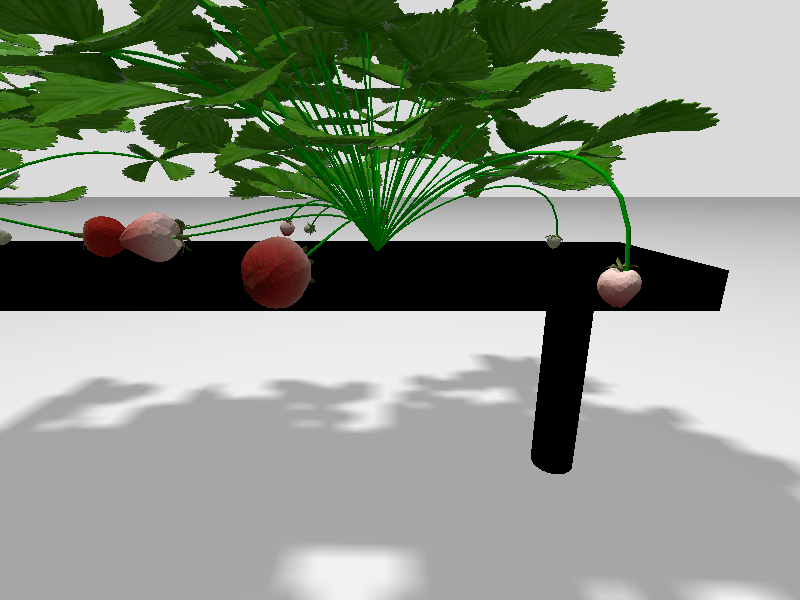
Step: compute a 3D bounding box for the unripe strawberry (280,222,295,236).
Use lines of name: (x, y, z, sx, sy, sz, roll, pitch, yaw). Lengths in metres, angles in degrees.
unripe strawberry: (-0.129, -0.081, 0.456, 0.017, 0.017, 0.015, -15, 40, -42)

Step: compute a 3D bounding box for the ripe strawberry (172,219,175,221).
ripe strawberry: (-0.235, -0.069, 0.396, 0.028, 0.027, 0.026, 3, 16, 13)

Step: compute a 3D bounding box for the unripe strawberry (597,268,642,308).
unripe strawberry: (0.105, -0.006, 0.193, 0.018, 0.019, 0.019, -12, 20, -36)

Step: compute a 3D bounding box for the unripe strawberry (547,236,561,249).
unripe strawberry: (0.132, -0.050, 0.343, 0.012, 0.011, 0.010, 1, 16, 2)

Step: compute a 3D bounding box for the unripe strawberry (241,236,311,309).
unripe strawberry: (-0.059, -0.011, 0.183, 0.032, 0.034, 0.035, 4, 17, 12)

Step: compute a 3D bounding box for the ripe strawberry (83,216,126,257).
ripe strawberry: (-0.236, -0.051, 0.326, 0.033, 0.033, 0.031, 2, 16, 5)

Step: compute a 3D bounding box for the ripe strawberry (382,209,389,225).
ripe strawberry: (-0.030, -0.109, 0.531, 0.029, 0.025, 0.029, -1, 8, -3)

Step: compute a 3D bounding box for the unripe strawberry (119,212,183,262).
unripe strawberry: (-0.188, -0.047, 0.301, 0.039, 0.038, 0.036, -5, 17, -15)

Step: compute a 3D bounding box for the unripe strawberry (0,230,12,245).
unripe strawberry: (-0.379, -0.060, 0.381, 0.014, 0.015, 0.013, -5, 17, -19)

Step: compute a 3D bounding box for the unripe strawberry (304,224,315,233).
unripe strawberry: (-0.107, -0.084, 0.471, 0.013, 0.011, 0.013, -11, 8, -33)
